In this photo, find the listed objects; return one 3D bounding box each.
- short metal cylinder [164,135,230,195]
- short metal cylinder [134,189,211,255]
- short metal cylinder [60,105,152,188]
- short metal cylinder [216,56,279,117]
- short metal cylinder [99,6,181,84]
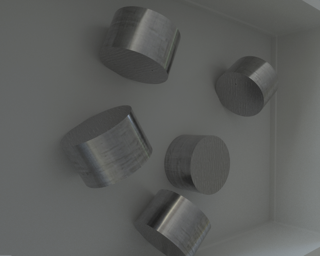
[{"bbox_3d":[0.053,0.049,0.435,0.081,0.050,0.080,0,90,-40],"label":"short metal cylinder"},{"bbox_3d":[0.015,0.122,0.384,0.050,0.080,0.080,-49,119,-29],"label":"short metal cylinder"},{"bbox_3d":[-0.055,0.018,0.325,0.080,0.080,0.050,-40,115,-33],"label":"short metal cylinder"},{"bbox_3d":[0.136,-0.065,0.484,0.050,0.080,0.080,-44,117,-31],"label":"short metal cylinder"},{"bbox_3d":[-0.022,-0.091,0.352,0.080,0.080,0.050,28,73,-37],"label":"short metal cylinder"}]
